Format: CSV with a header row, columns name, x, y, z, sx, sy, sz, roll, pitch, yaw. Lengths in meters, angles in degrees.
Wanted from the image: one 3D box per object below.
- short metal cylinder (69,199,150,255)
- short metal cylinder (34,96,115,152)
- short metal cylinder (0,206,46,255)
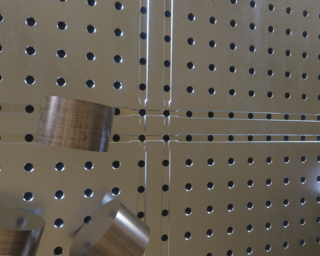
name,x,y,z,sx,sy,sz,roll,pitch,yaw
short metal cylinder,-0.058,0.131,0.363,0.050,0.080,0.080,46,76,-15
short metal cylinder,-0.095,-0.004,0.349,0.081,0.080,0.050,10,87,-20
short metal cylinder,-0.168,0.117,0.322,0.081,0.080,0.050,17,84,-20
